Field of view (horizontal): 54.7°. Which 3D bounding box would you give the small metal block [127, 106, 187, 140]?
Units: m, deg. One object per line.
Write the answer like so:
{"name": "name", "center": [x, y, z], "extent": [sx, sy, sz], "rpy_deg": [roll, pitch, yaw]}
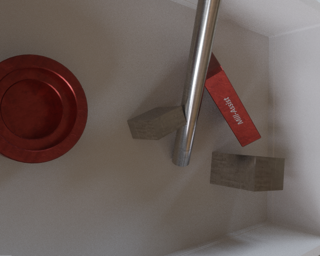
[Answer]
{"name": "small metal block", "center": [-0.004, -0.007, 0.389], "extent": [0.050, 0.050, 0.025], "rpy_deg": [-28, 108, -37]}

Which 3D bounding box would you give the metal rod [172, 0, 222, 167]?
{"name": "metal rod", "center": [0.046, -0.080, 0.361], "extent": [0.025, 0.025, 0.298], "rpy_deg": [-20, 130, -38]}

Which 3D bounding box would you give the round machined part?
{"name": "round machined part", "center": [-0.123, -0.017, 0.293], "extent": [0.099, 0.042, 0.097], "rpy_deg": [0, 90, -40]}

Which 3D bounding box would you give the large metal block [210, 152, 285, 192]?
{"name": "large metal block", "center": [0.138, 0.068, 0.490], "extent": [0.081, 0.080, 0.050], "rpy_deg": [8, 85, -40]}

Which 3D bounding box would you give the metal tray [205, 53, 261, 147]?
{"name": "metal tray", "center": [0.096, -0.045, 0.451], "extent": [0.130, 0.030, 0.090], "rpy_deg": [53, 16, -27]}
